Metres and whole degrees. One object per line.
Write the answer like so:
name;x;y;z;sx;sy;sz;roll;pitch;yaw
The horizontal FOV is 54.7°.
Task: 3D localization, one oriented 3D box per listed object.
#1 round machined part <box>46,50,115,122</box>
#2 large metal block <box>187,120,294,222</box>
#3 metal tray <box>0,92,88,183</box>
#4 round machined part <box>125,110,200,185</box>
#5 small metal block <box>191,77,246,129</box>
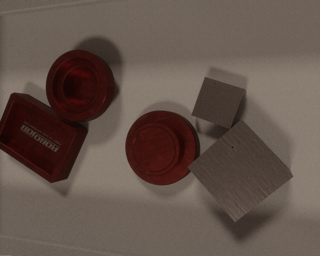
round machined part;-0.107;-0.057;0.438;0.098;0.042;0.097;0;90;19
large metal block;0.094;0.048;0.364;0.080;0.050;0.080;-44;77;14
metal tray;-0.184;0.013;0.470;0.130;0.030;0.090;28;99;17
round machined part;-0.001;0.026;0.401;0.098;0.042;0.097;0;90;19
small metal block;0.073;-0.031;0.384;0.050;0.025;0.050;21;97;18
